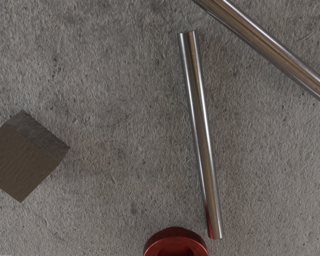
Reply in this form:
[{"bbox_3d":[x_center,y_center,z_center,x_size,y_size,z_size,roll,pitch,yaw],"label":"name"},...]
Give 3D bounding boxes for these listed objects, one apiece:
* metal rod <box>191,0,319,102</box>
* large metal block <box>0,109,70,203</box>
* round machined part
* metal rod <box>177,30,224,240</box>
[{"bbox_3d":[0.093,-0.116,0.351,0.301,0.025,0.025,31,107,-18],"label":"metal rod"},{"bbox_3d":[-0.182,0.037,0.407,0.080,0.050,0.080,43,104,-15],"label":"large metal block"},{"bbox_3d":[0.023,0.191,0.472,0.099,0.042,0.097,0,110,-1],"label":"round machined part"},{"bbox_3d":[0.058,0.023,0.419,0.025,0.025,0.298,-10,110,3],"label":"metal rod"}]
